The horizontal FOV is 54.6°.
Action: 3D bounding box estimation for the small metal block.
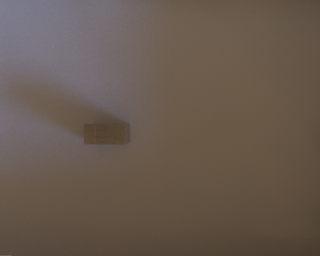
[{"bbox_3d":[-0.066,0.007,0.399,0.050,0.050,0.025,0,90,0],"label":"small metal block"}]
